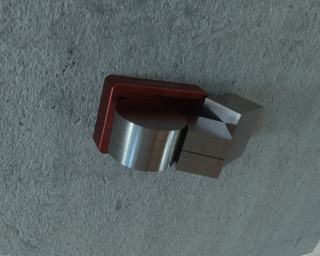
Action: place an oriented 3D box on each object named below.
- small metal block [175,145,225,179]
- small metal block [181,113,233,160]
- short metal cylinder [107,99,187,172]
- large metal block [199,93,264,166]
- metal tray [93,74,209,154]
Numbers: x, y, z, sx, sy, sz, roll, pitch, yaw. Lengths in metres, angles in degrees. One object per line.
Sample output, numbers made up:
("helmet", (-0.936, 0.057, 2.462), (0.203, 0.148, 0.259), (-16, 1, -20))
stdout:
("small metal block", (0.045, 0.031, 0.368), (0.050, 0.050, 0.025), (13, 113, -6))
("small metal block", (0.051, 0.009, 0.358), (0.050, 0.050, 0.025), (13, 113, -6))
("short metal cylinder", (-0.015, 0.006, 0.351), (0.081, 0.080, 0.050), (1, 118, -29))
("large metal block", (0.090, 0.001, 0.423), (0.081, 0.050, 0.079), (-16, 130, -52))
("metal tray", (-0.011, -0.014, 0.391), (0.131, 0.030, 0.089), (2, 118, -30))
